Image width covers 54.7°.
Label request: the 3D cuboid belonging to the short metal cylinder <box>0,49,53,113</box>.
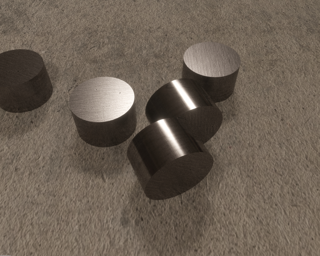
[{"bbox_3d":[-0.201,-0.068,0.441,0.081,0.050,0.080,0,50,0],"label":"short metal cylinder"}]

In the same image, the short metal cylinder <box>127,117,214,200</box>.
[{"bbox_3d":[0.011,0.034,0.339,0.081,0.080,0.050,-19,53,-16],"label":"short metal cylinder"}]

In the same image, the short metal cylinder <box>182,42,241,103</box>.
[{"bbox_3d":[0.074,-0.083,0.457,0.081,0.050,0.080,0,50,0],"label":"short metal cylinder"}]

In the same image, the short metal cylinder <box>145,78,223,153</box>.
[{"bbox_3d":[0.029,-0.014,0.380,0.081,0.080,0.050,-18,53,-15],"label":"short metal cylinder"}]

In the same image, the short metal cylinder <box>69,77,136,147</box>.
[{"bbox_3d":[-0.072,-0.022,0.404,0.081,0.050,0.080,0,50,0],"label":"short metal cylinder"}]
